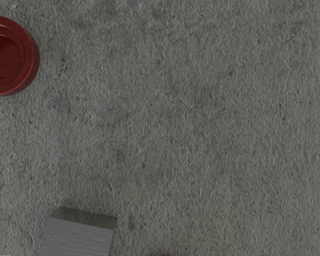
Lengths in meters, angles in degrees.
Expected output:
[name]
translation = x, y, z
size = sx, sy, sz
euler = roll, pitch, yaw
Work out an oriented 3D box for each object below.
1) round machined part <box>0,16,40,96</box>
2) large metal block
[round machined part]
translation = -0.204, -0.089, 0.399
size = 0.099, 0.042, 0.097
euler = 0, 90, -1
[large metal block]
translation = -0.104, 0.153, 0.396
size = 0.080, 0.050, 0.080
euler = 12, 90, -1
